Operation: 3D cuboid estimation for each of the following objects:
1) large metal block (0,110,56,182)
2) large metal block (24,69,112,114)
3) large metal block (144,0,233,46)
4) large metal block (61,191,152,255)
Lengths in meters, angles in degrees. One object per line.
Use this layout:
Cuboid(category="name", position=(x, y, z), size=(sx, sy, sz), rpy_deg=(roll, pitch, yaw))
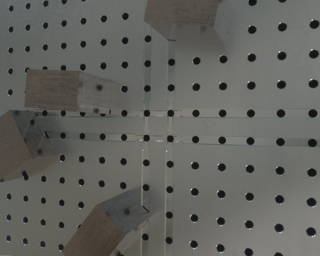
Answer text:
Cuboid(category="large metal block", position=(-0.224, 0.028, 0.479), size=(0.080, 0.050, 0.080), rpy_deg=(-32, 80, 17))
Cuboid(category="large metal block", position=(-0.124, -0.048, 0.428), size=(0.080, 0.080, 0.050), rpy_deg=(6, 92, 20))
Cuboid(category="large metal block", position=(0.037, -0.137, 0.370), size=(0.080, 0.080, 0.050), rpy_deg=(12, 94, 19))
Cuboid(category="large metal block", position=(-0.067, 0.138, 0.408), size=(0.050, 0.080, 0.080), rpy_deg=(40, 103, 15))
